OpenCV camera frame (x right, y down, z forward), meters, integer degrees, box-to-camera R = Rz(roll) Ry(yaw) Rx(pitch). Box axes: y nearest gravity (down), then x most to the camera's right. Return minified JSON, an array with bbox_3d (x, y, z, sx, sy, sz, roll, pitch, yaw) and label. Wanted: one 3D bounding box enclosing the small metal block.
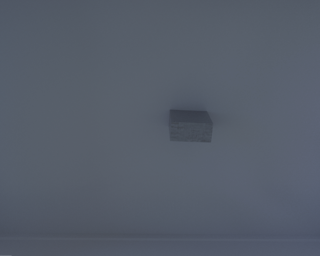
[{"bbox_3d":[0.038,-0.003,0.397,0.050,0.050,0.025,2,110,-1],"label":"small metal block"}]
